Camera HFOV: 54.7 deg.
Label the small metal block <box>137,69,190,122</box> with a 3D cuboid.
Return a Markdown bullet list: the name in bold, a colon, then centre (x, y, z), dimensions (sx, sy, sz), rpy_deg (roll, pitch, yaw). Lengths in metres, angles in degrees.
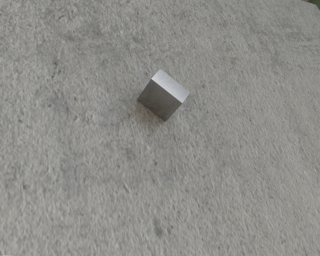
- **small metal block**: centre (0.004, -0.043, 0.418), dimensions (0.050, 0.050, 0.025), rpy_deg (38, 51, -3)
